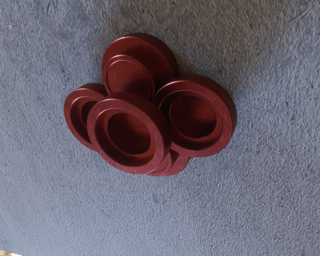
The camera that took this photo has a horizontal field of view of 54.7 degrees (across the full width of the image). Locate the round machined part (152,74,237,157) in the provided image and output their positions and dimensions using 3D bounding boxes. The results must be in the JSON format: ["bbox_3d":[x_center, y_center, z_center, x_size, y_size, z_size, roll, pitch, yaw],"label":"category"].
[{"bbox_3d":[0.042,-0.017,0.364,0.098,0.042,0.097,13,124,20],"label":"round machined part"}]

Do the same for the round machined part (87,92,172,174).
[{"bbox_3d":[-0.031,0.002,0.359,0.098,0.042,0.097,13,124,20],"label":"round machined part"}]

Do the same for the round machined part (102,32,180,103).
[{"bbox_3d":[-0.029,-0.061,0.373,0.098,0.042,0.097,13,124,20],"label":"round machined part"}]

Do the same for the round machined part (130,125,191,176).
[{"bbox_3d":[-0.007,0.026,0.415,0.098,0.042,0.097,13,124,20],"label":"round machined part"}]

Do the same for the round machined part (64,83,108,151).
[{"bbox_3d":[-0.079,-0.017,0.427,0.098,0.042,0.097,13,124,20],"label":"round machined part"}]
